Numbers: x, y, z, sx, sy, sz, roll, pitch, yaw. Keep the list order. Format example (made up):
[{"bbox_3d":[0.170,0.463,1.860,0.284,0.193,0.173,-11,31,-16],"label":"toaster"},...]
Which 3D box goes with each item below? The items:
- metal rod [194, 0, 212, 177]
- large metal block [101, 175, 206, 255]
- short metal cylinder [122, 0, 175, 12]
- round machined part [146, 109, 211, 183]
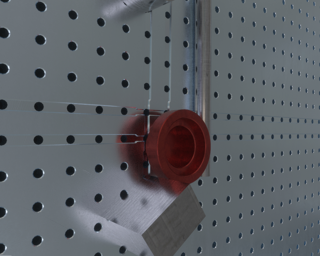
[{"bbox_3d":[0.064,-0.078,0.463,0.025,0.025,0.298,0,90,-40],"label":"metal rod"},{"bbox_3d":[-0.008,0.105,0.368,0.080,0.080,0.050,-40,115,-33],"label":"large metal block"},{"bbox_3d":[-0.012,-0.191,0.382,0.081,0.050,0.079,0,91,-40],"label":"short metal cylinder"},{"bbox_3d":[0.020,0.025,0.414,0.099,0.042,0.097,1,88,-41],"label":"round machined part"}]
